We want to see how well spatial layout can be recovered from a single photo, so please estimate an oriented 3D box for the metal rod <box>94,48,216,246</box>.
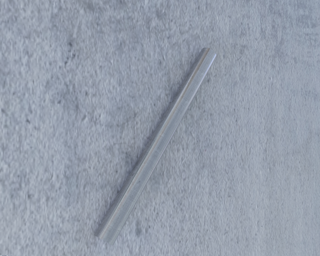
[{"bbox_3d":[0.005,0.008,0.410,0.025,0.025,0.300,45,63,-31],"label":"metal rod"}]
